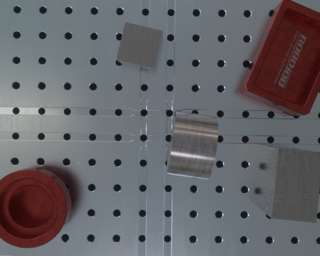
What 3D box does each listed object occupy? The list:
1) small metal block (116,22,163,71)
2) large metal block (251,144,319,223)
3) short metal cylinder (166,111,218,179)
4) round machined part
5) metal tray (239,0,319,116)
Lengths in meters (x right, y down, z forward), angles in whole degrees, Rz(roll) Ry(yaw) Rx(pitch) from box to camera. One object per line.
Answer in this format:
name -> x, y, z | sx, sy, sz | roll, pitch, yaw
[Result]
small metal block -> -0.026, -0.107, 0.413 | 0.050, 0.025, 0.050 | 13, 90, 0
large metal block -> 0.155, 0.064, 0.387 | 0.050, 0.080, 0.080 | 6, 90, 0
short metal cylinder -> 0.039, 0.021, 0.386 | 0.050, 0.080, 0.080 | 8, 90, 0
round machined part -> -0.164, 0.100, 0.404 | 0.099, 0.042, 0.097 | 0, 90, 0
metal tray -> 0.174, -0.091, 0.412 | 0.090, 0.030, 0.129 | 23, 90, 0
